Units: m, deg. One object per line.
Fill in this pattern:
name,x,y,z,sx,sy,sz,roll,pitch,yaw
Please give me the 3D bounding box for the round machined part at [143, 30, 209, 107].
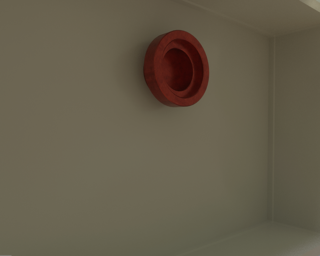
round machined part,0.017,-0.076,0.412,0.099,0.042,0.097,0,90,-40
